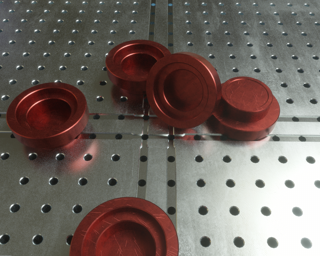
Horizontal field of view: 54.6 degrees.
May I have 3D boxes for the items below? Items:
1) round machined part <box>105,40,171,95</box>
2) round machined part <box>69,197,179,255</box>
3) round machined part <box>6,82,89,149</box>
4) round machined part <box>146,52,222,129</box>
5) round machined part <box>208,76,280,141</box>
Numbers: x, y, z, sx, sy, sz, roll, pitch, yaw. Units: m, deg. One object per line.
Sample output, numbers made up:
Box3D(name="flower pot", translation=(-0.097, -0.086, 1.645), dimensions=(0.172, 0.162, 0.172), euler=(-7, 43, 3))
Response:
Box3D(name="round machined part", translation=(-0.031, -0.088, 0.471), dimensions=(0.099, 0.042, 0.098), euler=(0, 50, 0))
Box3D(name="round machined part", translation=(-0.032, 0.120, 0.296), dimensions=(0.099, 0.042, 0.098), euler=(0, 50, 0))
Box3D(name="round machined part", translation=(-0.142, -0.012, 0.406), dimensions=(0.099, 0.042, 0.098), euler=(0, 50, 0))
Box3D(name="round machined part", translation=(0.034, -0.052, 0.411), dimensions=(0.098, 0.097, 0.042), euler=(24, 28, 19))
Box3D(name="round machined part", translation=(0.115, -0.033, 0.425), dimensions=(0.099, 0.042, 0.098), euler=(0, 50, 0))
